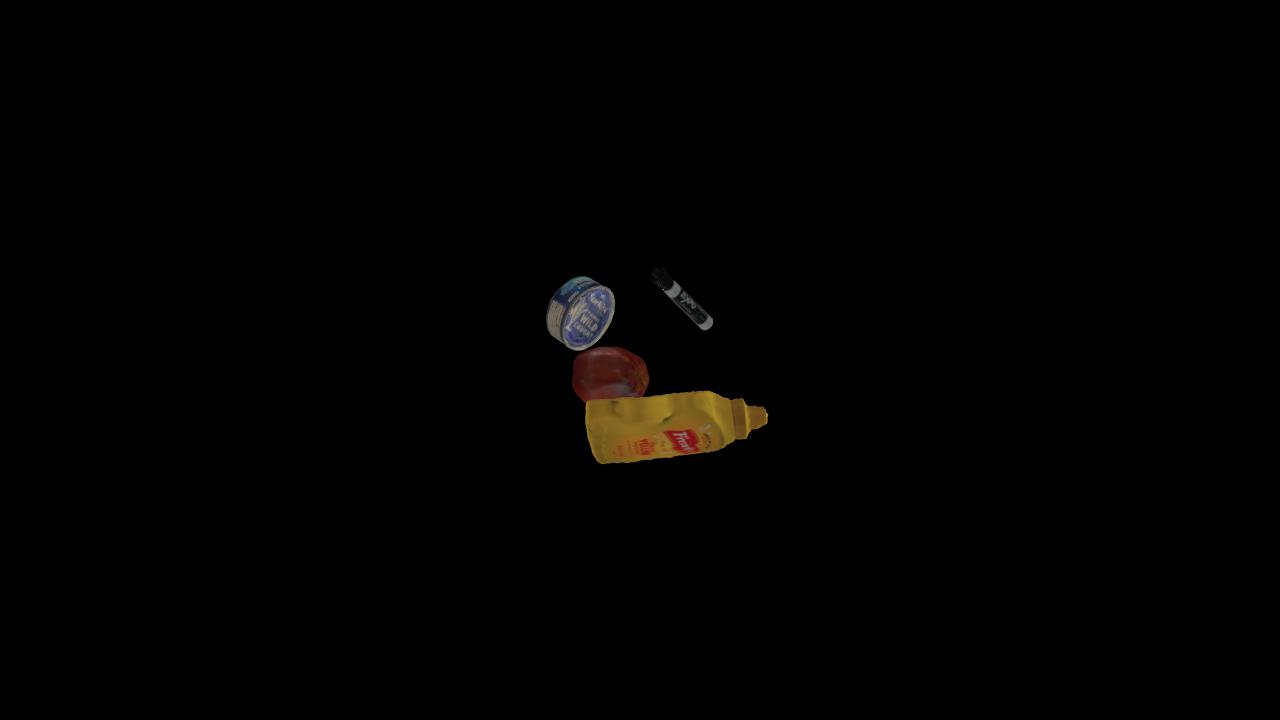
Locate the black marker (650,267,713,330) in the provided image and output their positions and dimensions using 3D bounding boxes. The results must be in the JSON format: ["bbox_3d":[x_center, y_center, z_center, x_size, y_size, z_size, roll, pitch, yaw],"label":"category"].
[{"bbox_3d":[0.048,-0.069,0.695,0.020,0.020,0.121,0,-25,36],"label":"black marker"}]

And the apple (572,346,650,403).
[{"bbox_3d":[-0.035,0.021,0.723,0.093,0.079,0.079,-2,-1,32],"label":"apple"}]

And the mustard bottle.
[{"bbox_3d":[0.040,0.067,0.640,0.184,0.054,0.092,-6,-44,5],"label":"mustard bottle"}]

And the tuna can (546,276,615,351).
[{"bbox_3d":[-0.069,-0.055,0.722,0.034,0.084,0.084,33,18,29],"label":"tuna can"}]
